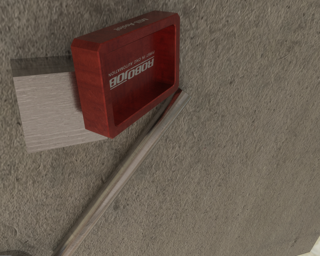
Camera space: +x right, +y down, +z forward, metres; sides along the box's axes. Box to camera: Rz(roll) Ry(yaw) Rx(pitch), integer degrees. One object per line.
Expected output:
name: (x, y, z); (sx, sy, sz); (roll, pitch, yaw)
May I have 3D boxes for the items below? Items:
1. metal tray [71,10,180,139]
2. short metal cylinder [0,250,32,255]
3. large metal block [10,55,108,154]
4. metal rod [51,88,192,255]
metal tray: (-0.025, -0.059, 0.311); (0.131, 0.030, 0.089); (-41, 140, -45)
short metal cylinder: (-0.205, 0.211, 0.410); (0.081, 0.050, 0.079); (-14, 125, -21)
large metal block: (-0.102, -0.028, 0.319); (0.081, 0.050, 0.079); (-11, 123, -23)
metal rod: (-0.057, 0.071, 0.420); (0.025, 0.025, 0.299); (29, 102, -38)
